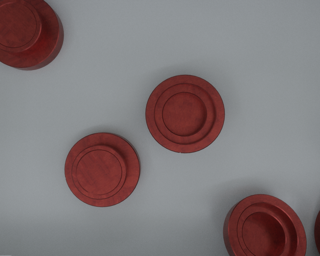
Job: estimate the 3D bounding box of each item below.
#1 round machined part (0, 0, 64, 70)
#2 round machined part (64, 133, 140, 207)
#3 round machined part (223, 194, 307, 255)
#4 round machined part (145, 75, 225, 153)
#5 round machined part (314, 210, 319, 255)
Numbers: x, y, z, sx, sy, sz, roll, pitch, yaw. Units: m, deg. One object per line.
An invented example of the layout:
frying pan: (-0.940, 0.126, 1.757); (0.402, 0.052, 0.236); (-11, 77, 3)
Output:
round machined part: (-0.180, -0.127, 0.401); (0.099, 0.042, 0.097); (0, 90, 0)
round machined part: (-0.075, 0.055, 0.402); (0.099, 0.042, 0.097); (0, 90, 0)
round machined part: (0.127, 0.137, 0.391); (0.099, 0.042, 0.098); (3, 64, -7)
round machined part: (0.031, -0.017, 0.403); (0.099, 0.042, 0.097); (0, 90, 0)
round machined part: (0.244, 0.134, 0.379); (0.042, 0.098, 0.097); (13, 90, -18)
